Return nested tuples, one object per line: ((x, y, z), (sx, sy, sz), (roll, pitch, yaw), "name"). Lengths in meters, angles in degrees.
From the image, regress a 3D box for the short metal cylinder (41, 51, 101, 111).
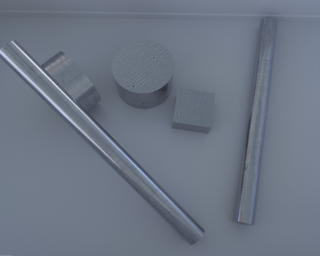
((-0.122, -0.051, 0.397), (0.050, 0.080, 0.080), (-42, 76, -14), "short metal cylinder")

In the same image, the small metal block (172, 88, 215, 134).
((0.045, -0.023, 0.419), (0.050, 0.025, 0.050), (9, 70, 3), "small metal block")

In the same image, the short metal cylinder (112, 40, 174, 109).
((-0.022, -0.072, 0.423), (0.081, 0.050, 0.080), (0, 70, 0), "short metal cylinder")

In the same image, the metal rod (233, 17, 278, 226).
((0.132, -0.023, 0.419), (0.025, 0.025, 0.299), (12, 70, 4), "metal rod")

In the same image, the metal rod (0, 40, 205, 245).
((-0.061, 0.021, 0.350), (0.300, 0.025, 0.025), (46, 75, -6), "metal rod")
